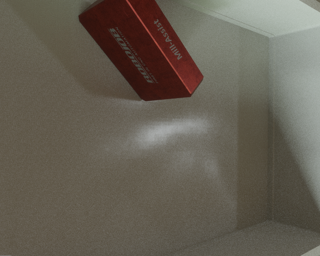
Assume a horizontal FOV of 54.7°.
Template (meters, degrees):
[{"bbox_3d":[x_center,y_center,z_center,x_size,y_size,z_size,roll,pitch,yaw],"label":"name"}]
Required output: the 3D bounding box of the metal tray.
[{"bbox_3d":[-0.021,-0.089,0.348,0.130,0.090,0.030,51,60,-28],"label":"metal tray"}]
